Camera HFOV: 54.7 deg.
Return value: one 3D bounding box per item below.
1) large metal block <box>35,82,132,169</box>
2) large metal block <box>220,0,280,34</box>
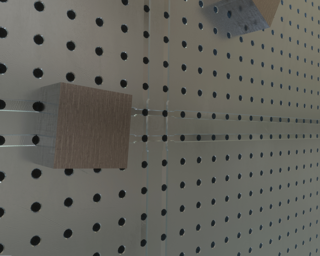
[{"bbox_3d":[-0.080,0.000,0.328,0.081,0.050,0.080,6,86,-40],"label":"large metal block"},{"bbox_3d":[0.158,-0.223,0.528,0.080,0.050,0.080,39,66,-34],"label":"large metal block"}]
